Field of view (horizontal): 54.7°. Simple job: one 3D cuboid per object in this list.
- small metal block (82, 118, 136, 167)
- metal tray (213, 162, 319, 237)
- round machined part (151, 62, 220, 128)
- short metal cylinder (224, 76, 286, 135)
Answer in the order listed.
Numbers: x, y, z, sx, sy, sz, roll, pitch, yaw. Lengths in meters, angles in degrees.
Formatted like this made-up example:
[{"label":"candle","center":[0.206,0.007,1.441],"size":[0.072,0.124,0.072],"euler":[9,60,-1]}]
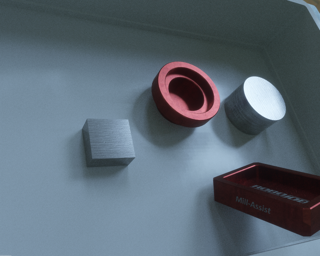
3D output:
[{"label":"small metal block","center":[-0.061,0.017,0.363],"size":[0.050,0.025,0.050],"euler":[1,61,-28]},{"label":"metal tray","center":[0.140,0.077,0.372],"size":[0.091,0.130,0.030],"euler":[-13,103,-34]},{"label":"round machined part","center":[0.032,-0.043,0.440],"size":[0.099,0.042,0.098],"euler":[14,56,-21]},{"label":"short metal cylinder","center":[0.151,-0.035,0.495],"size":[0.081,0.050,0.080],"euler":[14,56,-21]}]
